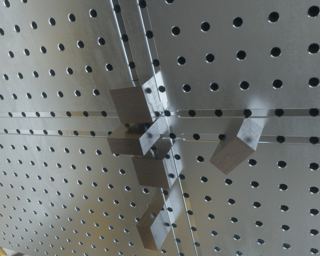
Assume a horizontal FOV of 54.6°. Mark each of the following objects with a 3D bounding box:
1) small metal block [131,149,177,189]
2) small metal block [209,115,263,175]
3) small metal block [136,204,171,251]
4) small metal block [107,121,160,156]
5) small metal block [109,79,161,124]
[{"bbox_3d":[-0.008,0.059,0.452,0.050,0.025,0.050,1,119,28],"label":"small metal block"},{"bbox_3d":[0.089,0.020,0.360,0.025,0.050,0.050,39,129,1],"label":"small metal block"},{"bbox_3d":[-0.009,0.159,0.499,0.025,0.050,0.050,-1,118,29],"label":"small metal block"},{"bbox_3d":[-0.035,0.012,0.422,0.050,0.050,0.025,1,119,28],"label":"small metal block"},{"bbox_3d":[-0.032,-0.034,0.408,0.050,0.025,0.050,-3,117,29],"label":"small metal block"}]
